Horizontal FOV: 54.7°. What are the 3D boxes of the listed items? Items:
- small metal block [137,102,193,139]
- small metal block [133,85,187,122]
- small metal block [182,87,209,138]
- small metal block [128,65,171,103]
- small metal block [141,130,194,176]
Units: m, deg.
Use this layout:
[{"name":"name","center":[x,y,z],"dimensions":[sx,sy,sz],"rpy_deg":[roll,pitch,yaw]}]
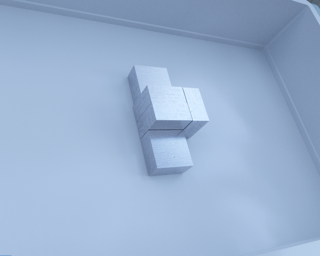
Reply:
[{"name":"small metal block","center":[0.005,-0.009,0.395],"dimensions":[0.050,0.050,0.025],"rpy_deg":[0,62,-28]},{"name":"small metal block","center":[-0.001,-0.031,0.405],"dimensions":[0.050,0.050,0.025],"rpy_deg":[0,62,-28]},{"name":"small metal block","center":[0.036,-0.019,0.418],"dimensions":[0.025,0.050,0.050],"rpy_deg":[0,62,-28]},{"name":"small metal block","center":[-0.013,-0.058,0.432],"dimensions":[0.050,0.025,0.050],"rpy_deg":[0,62,-28]},{"name":"small metal block","center":[0.008,0.030,0.389],"dimensions":[0.050,0.025,0.050],"rpy_deg":[0,62,-28]}]
